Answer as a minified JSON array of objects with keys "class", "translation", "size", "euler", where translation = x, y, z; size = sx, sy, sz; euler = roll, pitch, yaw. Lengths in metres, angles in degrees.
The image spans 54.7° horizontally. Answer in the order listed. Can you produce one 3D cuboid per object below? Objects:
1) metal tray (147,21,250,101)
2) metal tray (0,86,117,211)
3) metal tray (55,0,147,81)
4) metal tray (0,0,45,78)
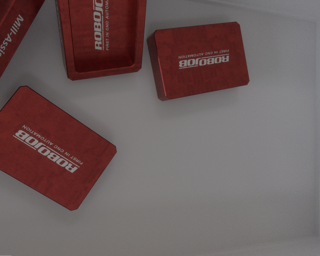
[{"class":"metal tray","translation":[0.055,-0.093,0.428],"size":[0.131,0.030,0.089],"euler":[-13,94,-20]},{"class":"metal tray","translation":[-0.129,0.024,0.360],"size":[0.130,0.030,0.090],"euler":[37,78,-17]},{"class":"metal tray","translation":[-0.064,-0.118,0.340],"size":[0.091,0.030,0.129],"euler":[-12,138,-20]},{"class":"metal tray","translation":[-0.180,-0.105,0.306],"size":[0.090,0.030,0.130],"euler":[28,88,19]}]
